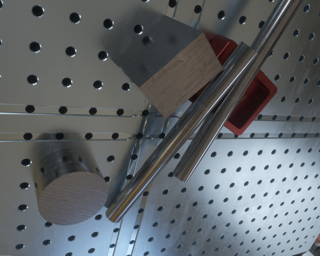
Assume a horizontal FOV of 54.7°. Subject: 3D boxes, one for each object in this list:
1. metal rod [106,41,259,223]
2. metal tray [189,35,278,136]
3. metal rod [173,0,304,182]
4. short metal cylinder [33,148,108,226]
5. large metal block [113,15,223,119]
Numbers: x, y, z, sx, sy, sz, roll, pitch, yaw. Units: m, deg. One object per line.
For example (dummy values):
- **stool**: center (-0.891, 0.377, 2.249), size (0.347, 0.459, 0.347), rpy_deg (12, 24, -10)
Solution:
- **metal rod**: center (0.017, 0.019, 0.405), size (0.025, 0.025, 0.299), rpy_deg (22, 115, -37)
- **metal tray**: center (0.097, -0.054, 0.429), size (0.131, 0.030, 0.090), rpy_deg (31, 101, -38)
- **metal rod**: center (0.101, -0.058, 0.393), size (0.025, 0.025, 0.298), rpy_deg (19, 108, -36)
- **short metal cylinder**: center (-0.110, 0.072, 0.380), size (0.081, 0.050, 0.079), rpy_deg (-14, 125, -21)
- **large metal block**: center (0.006, -0.069, 0.338), size (0.080, 0.080, 0.050), rpy_deg (-41, 130, 0)
